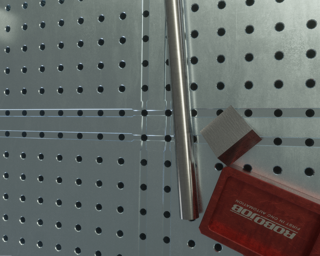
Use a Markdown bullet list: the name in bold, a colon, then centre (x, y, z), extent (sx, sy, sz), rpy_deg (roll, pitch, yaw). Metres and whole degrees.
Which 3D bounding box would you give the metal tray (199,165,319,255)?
- **metal tray**: centre (0.123, 0.108, 0.366), extent (0.130, 0.030, 0.089), rpy_deg (22, 97, 18)

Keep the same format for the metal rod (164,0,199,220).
- **metal rod**: centre (0.027, -0.034, 0.402), extent (0.025, 0.025, 0.298), rpy_deg (-5, 89, 19)

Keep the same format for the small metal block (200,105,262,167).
- **small metal block**: centre (0.083, 0.009, 0.369), extent (0.050, 0.025, 0.050), rpy_deg (-42, 39, 13)
